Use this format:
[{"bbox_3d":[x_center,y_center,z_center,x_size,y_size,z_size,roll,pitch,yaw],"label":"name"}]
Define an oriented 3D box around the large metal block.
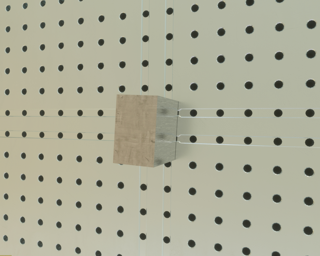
[{"bbox_3d":[-0.015,0.002,0.387,0.050,0.080,0.079,4,91,20],"label":"large metal block"}]
